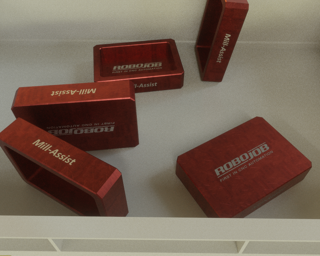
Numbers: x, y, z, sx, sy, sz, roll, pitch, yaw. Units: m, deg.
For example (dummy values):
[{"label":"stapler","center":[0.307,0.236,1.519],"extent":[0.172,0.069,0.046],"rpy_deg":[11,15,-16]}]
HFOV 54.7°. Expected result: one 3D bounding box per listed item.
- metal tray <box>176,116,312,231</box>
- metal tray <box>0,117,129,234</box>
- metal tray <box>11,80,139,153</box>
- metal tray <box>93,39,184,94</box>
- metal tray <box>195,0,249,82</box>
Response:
[{"label":"metal tray","center":[0.096,0.047,0.363],"extent":[0.131,0.030,0.090],"rpy_deg":[-25,54,-20]},{"label":"metal tray","center":[-0.097,0.050,0.319],"extent":[0.130,0.090,0.030],"rpy_deg":[24,54,19]},{"label":"metal tray","center":[-0.093,-0.010,0.370],"extent":[0.131,0.090,0.030],"rpy_deg":[-5,50,-4]},{"label":"metal tray","center":[-0.035,-0.096,0.481],"extent":[0.131,0.030,0.090],"rpy_deg":[-6,50,-6]},{"label":"metal tray","center":[0.085,-0.144,0.456],"extent":[0.030,0.129,0.090],"rpy_deg":[2,50,-8]}]
